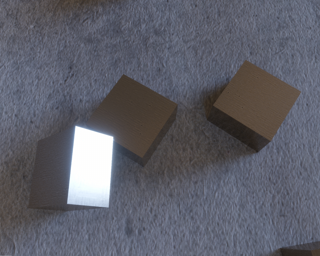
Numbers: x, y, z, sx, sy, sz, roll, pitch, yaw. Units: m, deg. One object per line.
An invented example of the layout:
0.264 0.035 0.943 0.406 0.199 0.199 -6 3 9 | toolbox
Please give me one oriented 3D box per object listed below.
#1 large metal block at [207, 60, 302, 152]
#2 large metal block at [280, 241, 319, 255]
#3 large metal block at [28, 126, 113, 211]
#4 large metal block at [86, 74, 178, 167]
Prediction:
0.121 -0.028 0.407 0.080 0.050 0.080 34 73 11 | large metal block
0.175 0.164 0.321 0.050 0.080 0.080 -8 70 -3 | large metal block
-0.101 0.050 0.353 0.080 0.050 0.080 -17 64 39 | large metal block
-0.033 -0.009 0.398 0.080 0.050 0.080 30 72 10 | large metal block
